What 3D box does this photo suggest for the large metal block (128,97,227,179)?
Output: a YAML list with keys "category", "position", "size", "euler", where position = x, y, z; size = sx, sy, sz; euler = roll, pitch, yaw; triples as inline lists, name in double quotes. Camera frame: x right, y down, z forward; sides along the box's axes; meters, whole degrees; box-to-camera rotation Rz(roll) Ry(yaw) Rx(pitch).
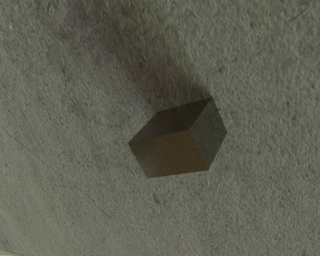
- category: "large metal block"
  position: [0.023, 0.011, 0.365]
  size: [0.080, 0.080, 0.050]
  euler: [-14, 112, 33]
